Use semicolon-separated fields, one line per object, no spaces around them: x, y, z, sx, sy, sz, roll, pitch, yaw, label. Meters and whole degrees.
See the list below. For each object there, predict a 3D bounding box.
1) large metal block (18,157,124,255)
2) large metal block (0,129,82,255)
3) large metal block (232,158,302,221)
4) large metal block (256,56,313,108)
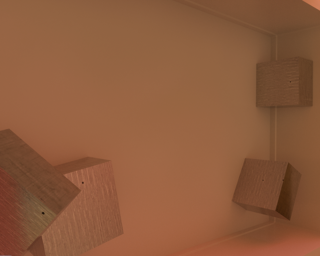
-0.090;0.080;0.315;0.081;0.050;0.079;-14;99;-39;large metal block
-0.125;0.060;0.243;0.080;0.050;0.080;41;99;-2;large metal block
0.179;0.101;0.521;0.050;0.080;0.080;36;68;-35;large metal block
0.222;-0.078;0.557;0.050;0.080;0.080;1;90;-40;large metal block
